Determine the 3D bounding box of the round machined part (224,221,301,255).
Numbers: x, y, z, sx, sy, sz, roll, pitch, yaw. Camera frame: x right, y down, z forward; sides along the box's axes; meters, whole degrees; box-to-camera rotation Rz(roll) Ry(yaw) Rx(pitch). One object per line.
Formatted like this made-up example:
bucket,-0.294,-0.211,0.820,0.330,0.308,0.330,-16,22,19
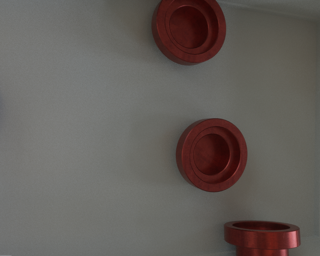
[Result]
round machined part,0.138,0.154,0.420,0.099,0.098,0.042,3,81,-20

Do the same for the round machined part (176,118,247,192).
round machined part,0.067,0.036,0.426,0.099,0.042,0.097,0,90,-20

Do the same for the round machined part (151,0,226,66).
round machined part,0.035,-0.132,0.414,0.099,0.042,0.097,0,90,-20
